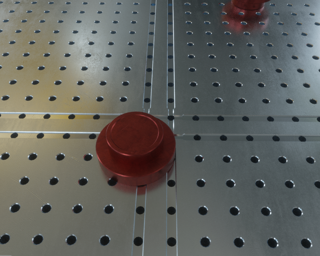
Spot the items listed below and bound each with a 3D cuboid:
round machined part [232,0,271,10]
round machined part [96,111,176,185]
[{"bbox_3d":[0.184,-0.277,0.630,0.099,0.042,0.098,0,50,0],"label":"round machined part"},{"bbox_3d":[-0.030,0.018,0.382,0.099,0.042,0.098,0,50,0],"label":"round machined part"}]
